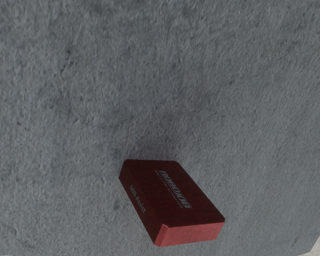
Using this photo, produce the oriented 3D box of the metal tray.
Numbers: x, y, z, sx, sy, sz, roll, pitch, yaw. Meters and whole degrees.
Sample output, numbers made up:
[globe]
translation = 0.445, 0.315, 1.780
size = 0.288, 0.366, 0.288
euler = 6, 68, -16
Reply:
[metal tray]
translation = 0.011, 0.090, 0.402
size = 0.091, 0.130, 0.030
euler = 6, 116, -32
